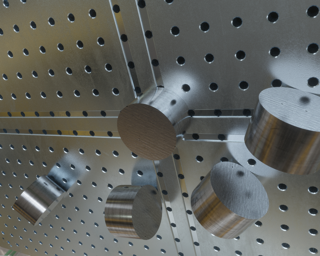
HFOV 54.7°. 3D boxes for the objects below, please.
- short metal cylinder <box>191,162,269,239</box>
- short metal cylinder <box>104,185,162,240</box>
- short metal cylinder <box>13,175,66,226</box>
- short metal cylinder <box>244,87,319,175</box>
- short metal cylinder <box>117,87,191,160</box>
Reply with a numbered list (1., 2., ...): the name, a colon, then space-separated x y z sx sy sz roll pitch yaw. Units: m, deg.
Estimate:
1. short metal cylinder: 0.086 0.089 0.386 0.080 0.080 0.050 35 129 5
2. short metal cylinder: -0.039 0.128 0.475 0.050 0.080 0.080 -7 115 31
3. short metal cylinder: -0.222 0.134 0.576 0.050 0.080 0.080 40 129 1
4. short metal cylinder: 0.131 0.000 0.307 0.080 0.080 0.050 20 126 16
5. short metal cylinder: -0.007 -0.006 0.395 0.080 0.050 0.079 13 124 21
